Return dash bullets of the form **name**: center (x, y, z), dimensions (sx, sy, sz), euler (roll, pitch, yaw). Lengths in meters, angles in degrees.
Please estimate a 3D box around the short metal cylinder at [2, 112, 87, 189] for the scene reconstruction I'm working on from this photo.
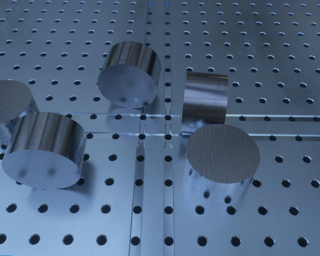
- **short metal cylinder**: center (-0.127, 0.027, 0.348), dimensions (0.081, 0.080, 0.050), euler (-1, 50, -1)

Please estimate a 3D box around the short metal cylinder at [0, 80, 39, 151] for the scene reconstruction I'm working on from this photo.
- **short metal cylinder**: center (-0.201, -0.017, 0.403), dimensions (0.081, 0.050, 0.080), euler (0, 50, 0)

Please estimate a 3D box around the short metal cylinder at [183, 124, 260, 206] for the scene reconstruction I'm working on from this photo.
- **short metal cylinder**: center (0.069, 0.041, 0.357), dimensions (0.081, 0.050, 0.080), euler (0, 50, 0)

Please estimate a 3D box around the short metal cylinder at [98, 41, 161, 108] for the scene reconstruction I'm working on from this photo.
- **short metal cylinder**: center (-0.041, -0.073, 0.433), dimensions (0.080, 0.080, 0.050), euler (6, 50, 4)

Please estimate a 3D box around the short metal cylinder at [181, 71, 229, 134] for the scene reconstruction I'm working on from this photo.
- **short metal cylinder**: center (0.056, -0.031, 0.399), dimensions (0.050, 0.080, 0.080), euler (6, 50, 5)
